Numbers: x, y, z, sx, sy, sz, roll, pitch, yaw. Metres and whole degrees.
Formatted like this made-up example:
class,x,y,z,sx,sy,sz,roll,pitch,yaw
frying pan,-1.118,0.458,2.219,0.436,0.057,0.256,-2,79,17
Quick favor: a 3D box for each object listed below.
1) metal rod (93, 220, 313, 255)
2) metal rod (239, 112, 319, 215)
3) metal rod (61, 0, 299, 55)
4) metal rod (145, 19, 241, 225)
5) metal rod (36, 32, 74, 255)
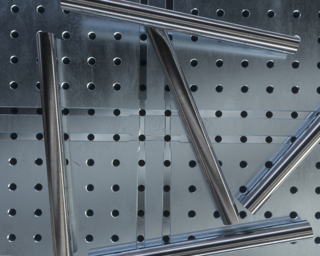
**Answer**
class,x,y,z,sx,sy,sz,roll,pitch,yaw
metal rod,0.050,0.161,0.414,0.302,0.025,0.025,-9,90,-1
metal rod,0.217,-0.003,0.416,0.025,0.025,0.300,42,90,-1
metal rod,0.032,-0.132,0.393,0.302,0.025,0.025,9,90,-9
metal rod,0.041,-0.015,0.413,0.025,0.025,0.299,-22,90,0
metal rod,-0.139,0.026,0.411,0.025,0.025,0.298,-5,90,-1
